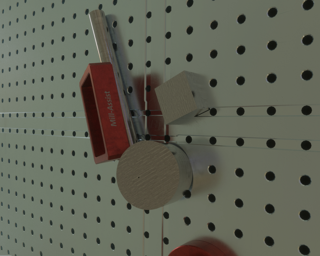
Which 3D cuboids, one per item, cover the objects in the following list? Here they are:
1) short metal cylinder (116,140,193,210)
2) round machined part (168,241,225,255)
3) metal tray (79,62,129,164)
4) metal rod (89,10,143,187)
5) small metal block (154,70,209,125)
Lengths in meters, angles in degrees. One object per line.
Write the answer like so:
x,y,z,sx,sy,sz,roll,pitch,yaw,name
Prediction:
-0.006,0.057,0.382,0.080,0.050,0.080,-3,83,22,short metal cylinder
0.041,0.188,0.363,0.098,0.042,0.097,0,90,39,round machined part
-0.082,-0.017,0.441,0.090,0.030,0.129,-24,77,65,metal tray
-0.060,-0.039,0.456,0.025,0.025,0.299,-25,74,37,metal rod
0.026,-0.036,0.386,0.050,0.025,0.050,-27,73,36,small metal block
